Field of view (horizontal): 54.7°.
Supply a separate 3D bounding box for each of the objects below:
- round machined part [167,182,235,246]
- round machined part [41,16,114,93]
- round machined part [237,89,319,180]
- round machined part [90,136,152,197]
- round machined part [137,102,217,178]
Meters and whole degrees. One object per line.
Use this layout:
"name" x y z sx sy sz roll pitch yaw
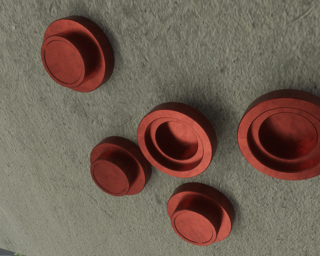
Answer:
"round machined part" 0.055 0.130 0.448 0.098 0.042 0.097 13 124 21
"round machined part" -0.112 -0.090 0.399 0.098 0.042 0.097 13 124 21
"round machined part" 0.135 0.004 0.327 0.098 0.042 0.097 13 124 21
"round machined part" -0.066 0.065 0.471 0.098 0.042 0.097 13 124 21
"round machined part" 0.024 0.011 0.390 0.098 0.042 0.097 13 124 21
